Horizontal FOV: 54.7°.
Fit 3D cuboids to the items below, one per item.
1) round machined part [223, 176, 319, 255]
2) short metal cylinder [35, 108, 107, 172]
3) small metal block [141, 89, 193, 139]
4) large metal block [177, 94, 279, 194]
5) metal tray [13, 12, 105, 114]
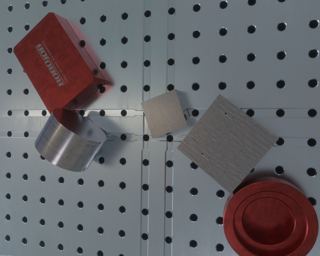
[{"bbox_3d":[0.123,0.103,0.355,0.098,0.042,0.097,1,96,11],"label":"round machined part"},{"bbox_3d":[-0.122,0.016,0.426,0.080,0.080,0.050,37,102,16],"label":"short metal cylinder"},{"bbox_3d":[0.009,-0.018,0.409,0.050,0.025,0.050,-20,83,19],"label":"small metal block"},{"bbox_3d":[0.082,0.017,0.370,0.080,0.050,0.080,40,103,15],"label":"large metal block"},{"bbox_3d":[-0.153,-0.094,0.464,0.090,0.030,0.130,-37,78,16],"label":"metal tray"}]
